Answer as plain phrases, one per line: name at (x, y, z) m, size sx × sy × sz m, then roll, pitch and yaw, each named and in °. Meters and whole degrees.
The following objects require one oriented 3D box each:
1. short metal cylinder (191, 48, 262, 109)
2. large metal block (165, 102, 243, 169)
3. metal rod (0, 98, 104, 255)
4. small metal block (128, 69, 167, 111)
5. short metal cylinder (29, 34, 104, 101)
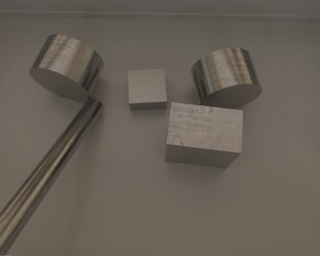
short metal cylinder at (0.085, -0.060, 0.403) m, size 0.081 × 0.080 × 0.050 m, roll -10°, pitch 71°, yaw -4°
large metal block at (0.050, 0.012, 0.377) m, size 0.080 × 0.080 × 0.050 m, roll 7°, pitch 70°, yaw 2°
metal rod at (-0.126, 0.062, 0.309) m, size 0.025 × 0.025 × 0.301 m, roll 16°, pitch 41°, yaw 5°
small metal block at (-0.017, -0.053, 0.429) m, size 0.050 × 0.025 × 0.050 m, roll -3°, pitch 70°, yaw -2°
short metal cylinder at (-0.121, -0.077, 0.407) m, size 0.080 × 0.080 × 0.050 m, roll 17°, pitch 71°, yaw 6°
